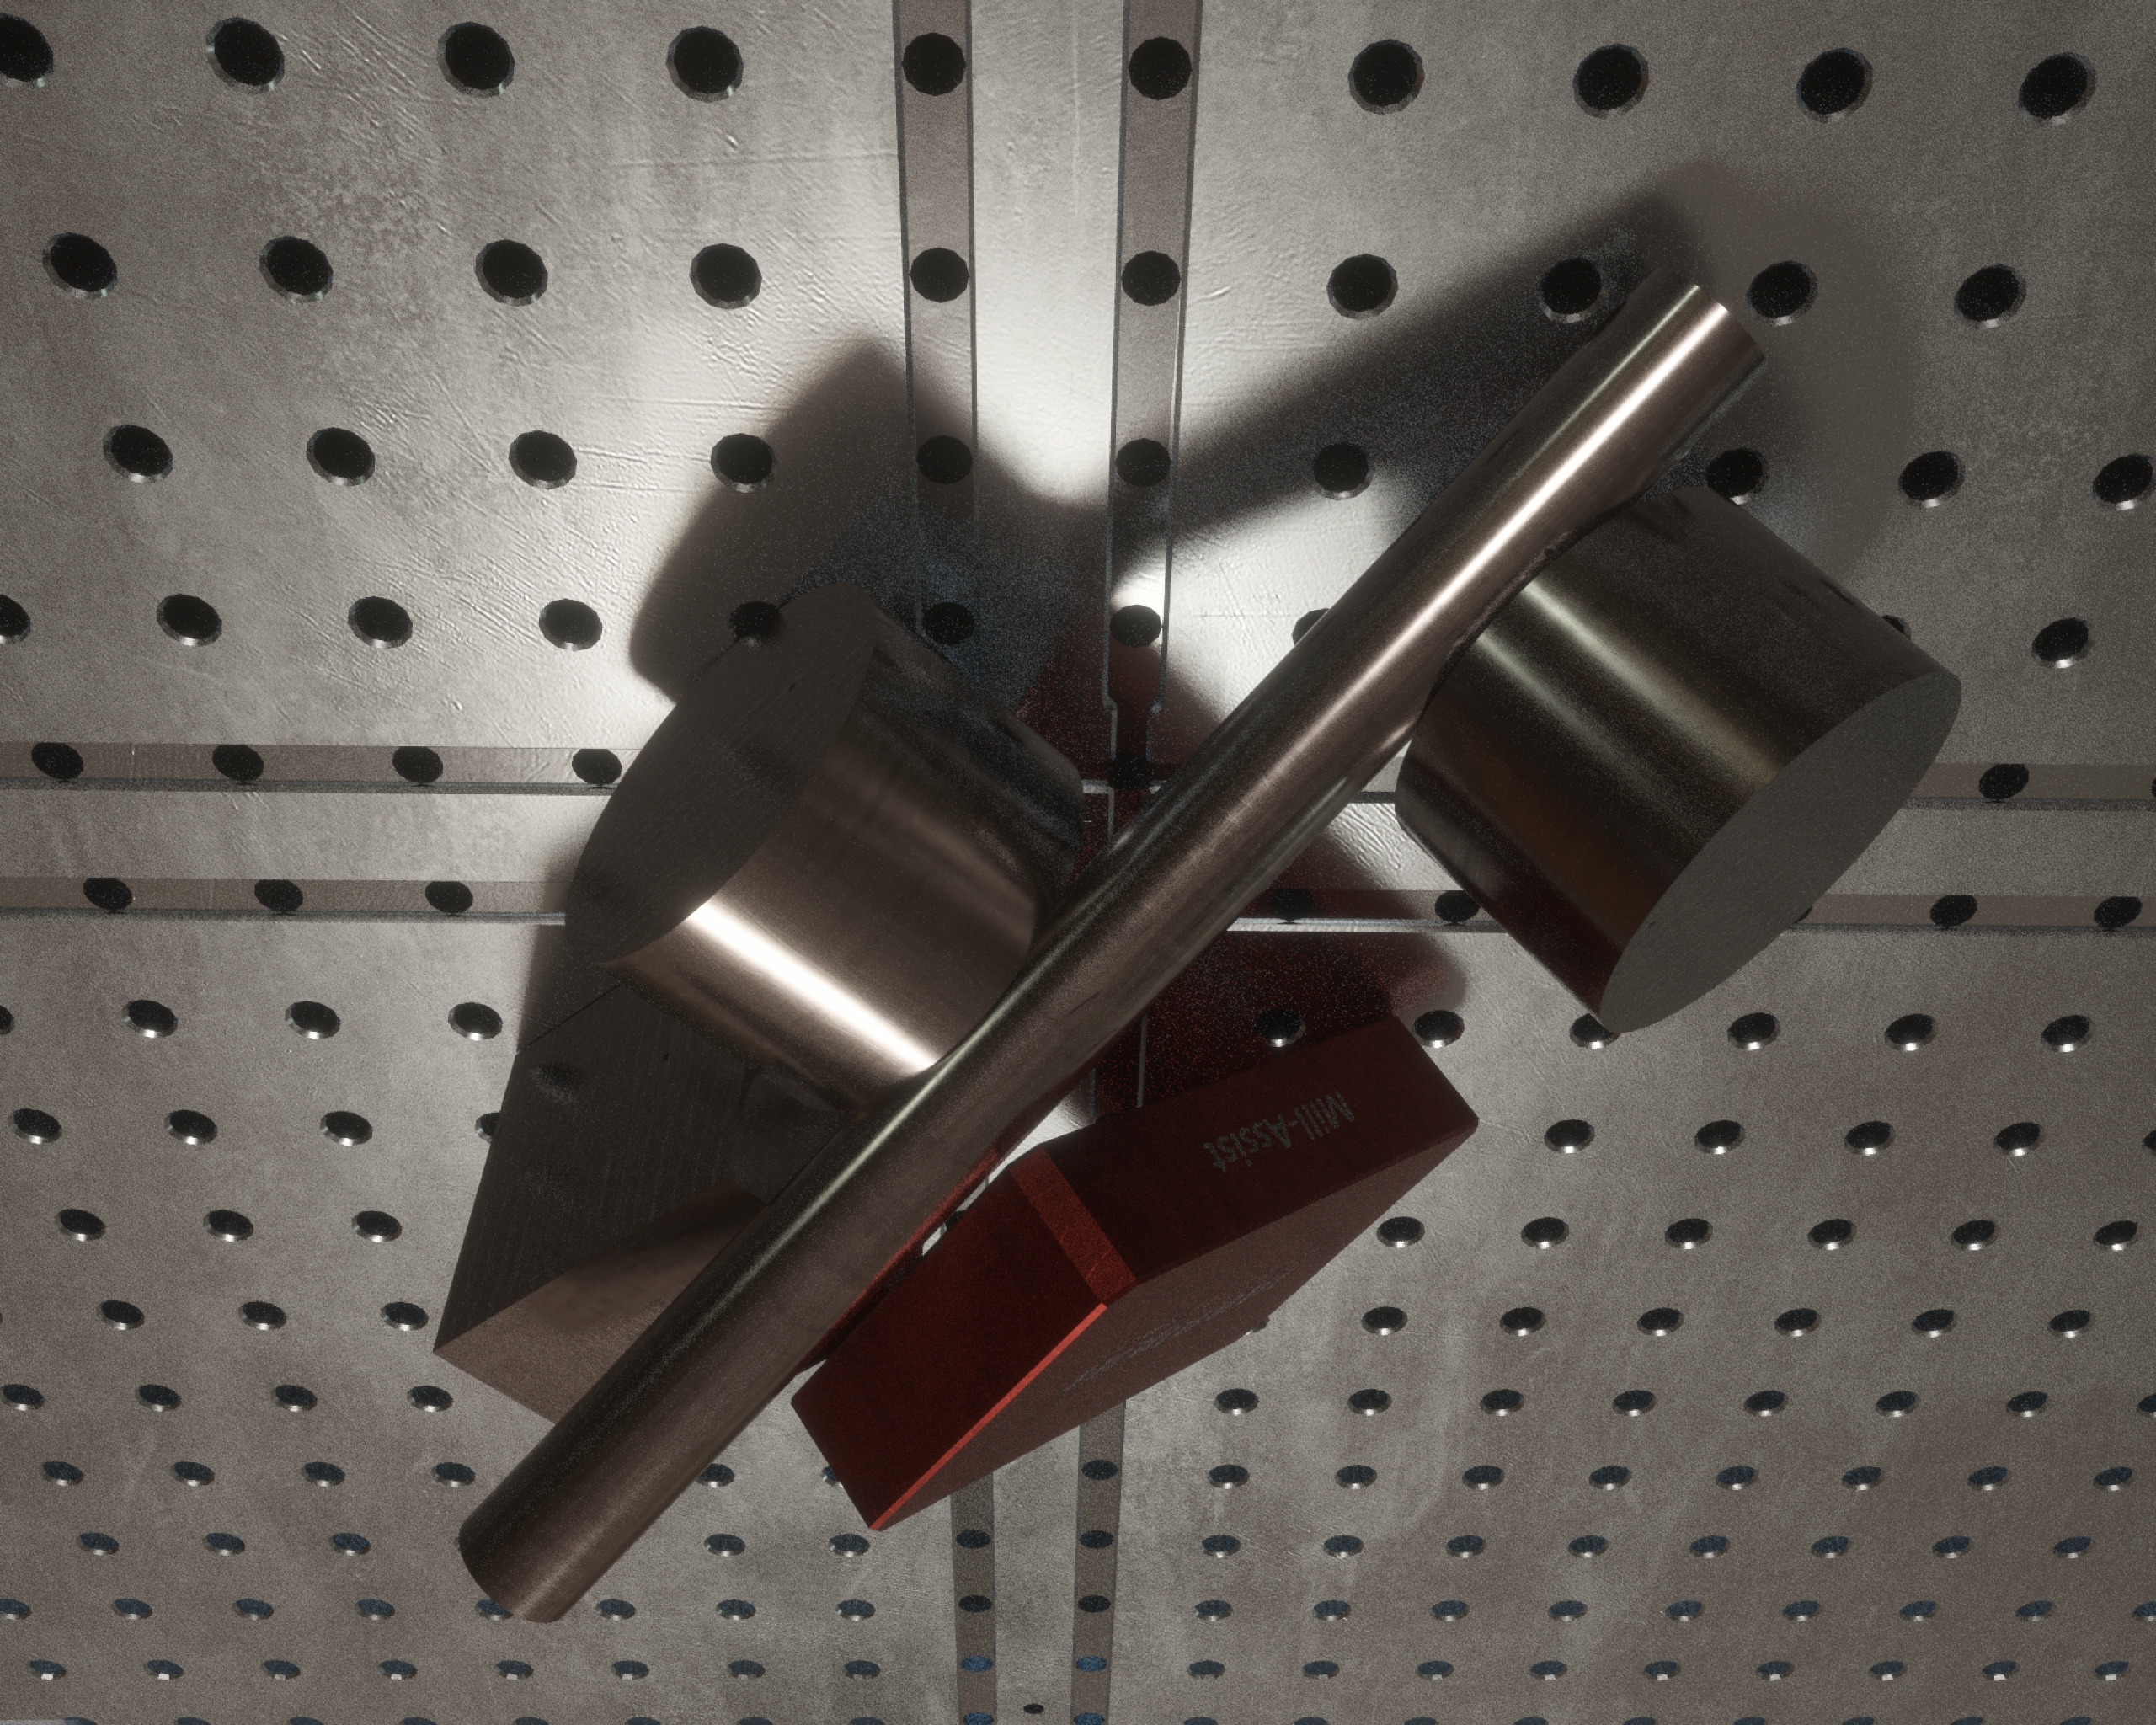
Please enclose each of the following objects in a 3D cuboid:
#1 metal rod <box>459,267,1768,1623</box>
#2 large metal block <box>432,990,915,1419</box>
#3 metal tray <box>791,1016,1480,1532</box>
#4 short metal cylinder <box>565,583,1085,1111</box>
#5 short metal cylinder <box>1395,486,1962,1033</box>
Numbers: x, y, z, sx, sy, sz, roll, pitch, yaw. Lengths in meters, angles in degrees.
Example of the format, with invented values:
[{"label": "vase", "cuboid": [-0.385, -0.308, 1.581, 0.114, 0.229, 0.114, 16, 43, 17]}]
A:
[{"label": "metal rod", "cuboid": [0.000, 0.020, 0.358, 0.299, 0.025, 0.025, -47, 119, 7]}, {"label": "large metal block", "cuboid": [-0.077, 0.064, 0.428, 0.080, 0.080, 0.050, -32, 123, 24]}, {"label": "metal tray", "cuboid": [0.015, 0.080, 0.425, 0.131, 0.030, 0.090, -11, 148, -51]}, {"label": "short metal cylinder", "cuboid": [-0.045, -0.003, 0.372, 0.080, 0.080, 0.050, -36, 122, 26]}, {"label": "short metal cylinder", "cuboid": [0.101, -0.017, 0.356, 0.080, 0.050, 0.080, -32, 152, -19]}]
